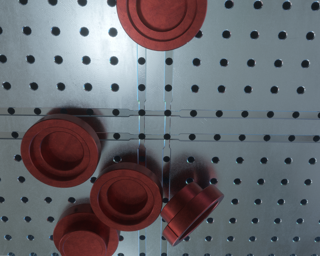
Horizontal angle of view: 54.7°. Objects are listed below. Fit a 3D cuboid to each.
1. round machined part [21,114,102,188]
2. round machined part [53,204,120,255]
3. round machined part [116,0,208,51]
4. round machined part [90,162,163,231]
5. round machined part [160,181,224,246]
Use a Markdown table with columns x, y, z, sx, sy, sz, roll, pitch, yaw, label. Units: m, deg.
| x | y | z | sx | sy | sz | roll | pitch | yaw | label |
| --- | --- | --- | --- | --- | --- | --- | --- | --- | --- |
| -0.127 | 0.027 | 0.413 | 0.099 | 0.042 | 0.097 | 0 | 110 | -1 | round machined part |
| -0.111 | 0.168 | 0.465 | 0.099 | 0.042 | 0.097 | 0 | 110 | -1 | round machined part |
| 0.002 | -0.139 | 0.353 | 0.099 | 0.042 | 0.097 | 0 | 110 | -1 | round machined part |
| -0.045 | 0.092 | 0.435 | 0.099 | 0.042 | 0.097 | 1 | 109 | 3 | round machined part |
| 0.039 | 0.112 | 0.427 | 0.042 | 0.098 | 0.098 | 44 | 107 | 22 | round machined part |
